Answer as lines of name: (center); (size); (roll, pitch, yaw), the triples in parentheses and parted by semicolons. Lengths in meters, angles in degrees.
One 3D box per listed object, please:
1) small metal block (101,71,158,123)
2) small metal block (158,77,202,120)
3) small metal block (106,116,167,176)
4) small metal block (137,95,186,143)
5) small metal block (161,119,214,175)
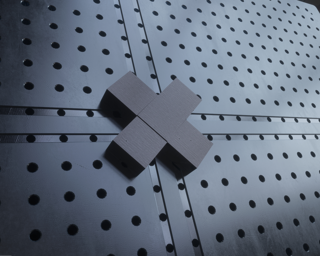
small metal block: (-0.040, -0.041, 0.413); (0.050, 0.025, 0.050); (42, 51, 0)
small metal block: (0.025, -0.037, 0.445); (0.050, 0.025, 0.050); (42, 51, 0)
small metal block: (-0.028, 0.021, 0.381); (0.050, 0.025, 0.050); (42, 51, 0)
small metal block: (-0.002, -0.008, 0.412); (0.050, 0.025, 0.050); (42, 51, 0)
small metal block: (0.036, 0.025, 0.413); (0.050, 0.025, 0.050); (42, 51, 0)
